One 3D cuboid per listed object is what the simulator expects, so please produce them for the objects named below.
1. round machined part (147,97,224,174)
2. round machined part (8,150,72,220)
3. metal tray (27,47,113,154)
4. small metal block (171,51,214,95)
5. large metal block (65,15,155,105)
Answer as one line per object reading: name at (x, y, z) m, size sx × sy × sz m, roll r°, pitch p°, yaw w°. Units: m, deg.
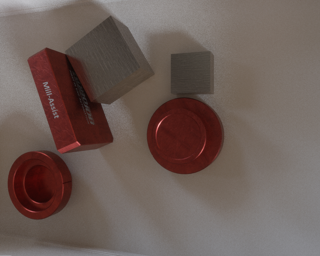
round machined part at (0.028, 0.010, 0.391) m, size 0.098 × 0.042 × 0.097 m, roll 0°, pitch 90°, yaw 19°
round machined part at (-0.172, 0.082, 0.460) m, size 0.098 × 0.042 × 0.097 m, roll 0°, pitch 90°, yaw 19°
metal tray at (-0.116, -0.034, 0.415) m, size 0.030 × 0.090 × 0.129 m, roll -23°, pitch 83°, yaw 18°
small metal block at (0.042, -0.069, 0.395) m, size 0.050 × 0.025 × 0.050 m, roll 0°, pitch 90°, yaw 19°
large metal block at (-0.067, -0.088, 0.420) m, size 0.080 × 0.050 × 0.080 m, roll -32°, pitch 80°, yaw 17°
